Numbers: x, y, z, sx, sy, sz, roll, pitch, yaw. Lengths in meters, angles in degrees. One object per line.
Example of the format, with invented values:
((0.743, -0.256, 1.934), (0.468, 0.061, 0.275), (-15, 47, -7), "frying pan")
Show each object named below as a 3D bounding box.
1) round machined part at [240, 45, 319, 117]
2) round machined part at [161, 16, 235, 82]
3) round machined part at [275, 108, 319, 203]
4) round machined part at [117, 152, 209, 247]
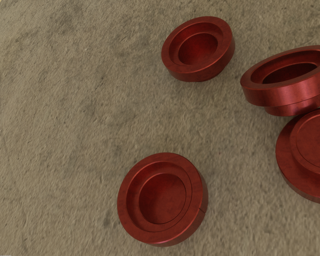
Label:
((0.140, -0.047, 0.330), (0.098, 0.042, 0.098), (-22, 23, 10), "round machined part")
((0.055, -0.103, 0.426), (0.098, 0.042, 0.098), (-13, 56, 20), "round machined part")
((0.162, 0.020, 0.295), (0.098, 0.042, 0.098), (-13, 56, 20), "round machined part")
((0.006, 0.080, 0.340), (0.098, 0.042, 0.098), (-13, 56, 20), "round machined part")
